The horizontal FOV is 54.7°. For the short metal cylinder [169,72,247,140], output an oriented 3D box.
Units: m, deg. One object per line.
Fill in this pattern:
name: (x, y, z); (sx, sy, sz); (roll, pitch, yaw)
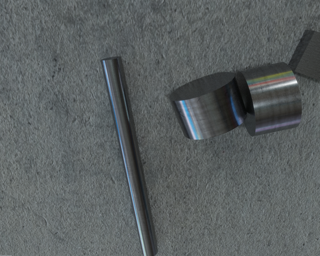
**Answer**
short metal cylinder: (0.058, -0.028, 0.371); (0.080, 0.080, 0.050); (-20, 109, 7)

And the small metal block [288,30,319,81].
small metal block: (0.195, -0.087, 0.381); (0.050, 0.025, 0.050); (18, 109, -7)

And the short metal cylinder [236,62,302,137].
short metal cylinder: (0.127, -0.034, 0.370); (0.050, 0.080, 0.079); (-12, 110, 4)

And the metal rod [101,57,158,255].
metal rod: (-0.038, 0.053, 0.428); (0.025, 0.025, 0.298); (-8, 110, 2)
